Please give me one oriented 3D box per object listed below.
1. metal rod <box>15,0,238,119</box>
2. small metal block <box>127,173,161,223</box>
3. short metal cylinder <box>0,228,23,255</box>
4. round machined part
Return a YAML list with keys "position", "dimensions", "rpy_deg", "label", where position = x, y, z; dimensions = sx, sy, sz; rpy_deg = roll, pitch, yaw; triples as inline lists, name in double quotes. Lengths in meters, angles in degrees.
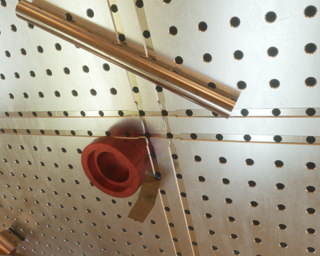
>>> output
- position: [-0.049, -0.089, 0.380]
  dimensions: [0.301, 0.025, 0.025]
  rpy_deg: [27, 128, 10]
  label: "metal rod"
- position: [-0.024, 0.106, 0.469]
  dimensions: [0.025, 0.050, 0.050]
  rpy_deg: [24, 128, -5]
  label: "small metal block"
- position: [-0.383, 0.293, 0.754]
  dimensions: [0.050, 0.080, 0.080]
  rpy_deg: [39, 129, 1]
  label: "short metal cylinder"
- position: [-0.066, 0.054, 0.466]
  dimensions: [0.098, 0.042, 0.097]
  rpy_deg: [13, 124, 21]
  label: "round machined part"
